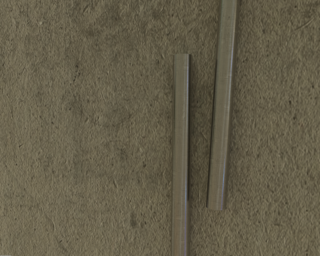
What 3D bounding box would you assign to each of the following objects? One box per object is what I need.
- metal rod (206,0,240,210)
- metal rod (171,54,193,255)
[{"bbox_3d":[0.079,-0.050,0.380,0.025,0.025,0.298,4,91,19],"label":"metal rod"},{"bbox_3d":[0.027,0.056,0.398,0.025,0.025,0.298,1,90,19],"label":"metal rod"}]
